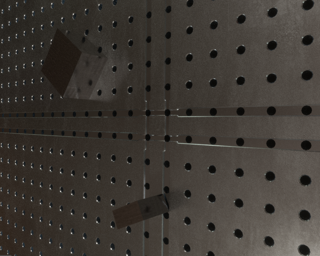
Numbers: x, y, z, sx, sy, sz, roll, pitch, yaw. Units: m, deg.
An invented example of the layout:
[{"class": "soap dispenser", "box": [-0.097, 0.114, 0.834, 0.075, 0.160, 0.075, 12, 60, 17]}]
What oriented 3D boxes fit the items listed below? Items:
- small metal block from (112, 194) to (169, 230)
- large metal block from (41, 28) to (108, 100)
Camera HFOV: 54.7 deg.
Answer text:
[{"class": "small metal block", "box": [-0.026, 0.111, 0.412, 0.050, 0.050, 0.025, -30, 71, 35]}, {"class": "large metal block", "box": [-0.141, -0.104, 0.507, 0.080, 0.050, 0.080, 45, 117, 30]}]
